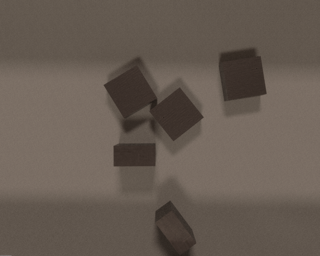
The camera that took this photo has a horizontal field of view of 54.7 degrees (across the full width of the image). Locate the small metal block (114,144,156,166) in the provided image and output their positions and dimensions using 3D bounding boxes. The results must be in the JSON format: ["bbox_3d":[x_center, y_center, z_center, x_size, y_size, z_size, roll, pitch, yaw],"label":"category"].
[{"bbox_3d":[-0.031,0.034,0.399,0.050,0.050,0.025,0,90,-1],"label":"small metal block"}]

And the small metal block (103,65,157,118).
[{"bbox_3d":[-0.038,-0.047,0.411,0.050,0.025,0.050,-31,90,-1],"label":"small metal block"}]

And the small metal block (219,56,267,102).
[{"bbox_3d":[0.109,-0.065,0.413,0.050,0.025,0.050,-9,90,-1],"label":"small metal block"}]

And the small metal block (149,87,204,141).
[{"bbox_3d":[0.021,-0.018,0.412,0.050,0.025,0.050,-39,91,0],"label":"small metal block"}]

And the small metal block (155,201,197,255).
[{"bbox_3d":[0.019,0.127,0.399,0.025,0.050,0.050,-37,90,0],"label":"small metal block"}]
